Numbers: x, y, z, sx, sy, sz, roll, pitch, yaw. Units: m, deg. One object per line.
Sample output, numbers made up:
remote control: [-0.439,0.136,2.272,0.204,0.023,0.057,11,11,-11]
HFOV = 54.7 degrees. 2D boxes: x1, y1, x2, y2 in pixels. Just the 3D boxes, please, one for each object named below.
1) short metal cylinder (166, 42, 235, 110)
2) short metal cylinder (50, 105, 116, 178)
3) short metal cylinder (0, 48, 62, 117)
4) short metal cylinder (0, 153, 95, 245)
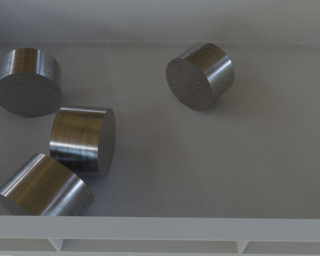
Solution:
short metal cylinder: [0.055,-0.071,0.430,0.080,0.080,0.050,35,58,25]
short metal cylinder: [-0.085,0.015,0.356,0.050,0.080,0.080,5,50,4]
short metal cylinder: [-0.175,-0.060,0.418,0.081,0.080,0.050,-9,51,-8]
short metal cylinder: [-0.114,0.071,0.309,0.080,0.080,0.050,24,54,18]
